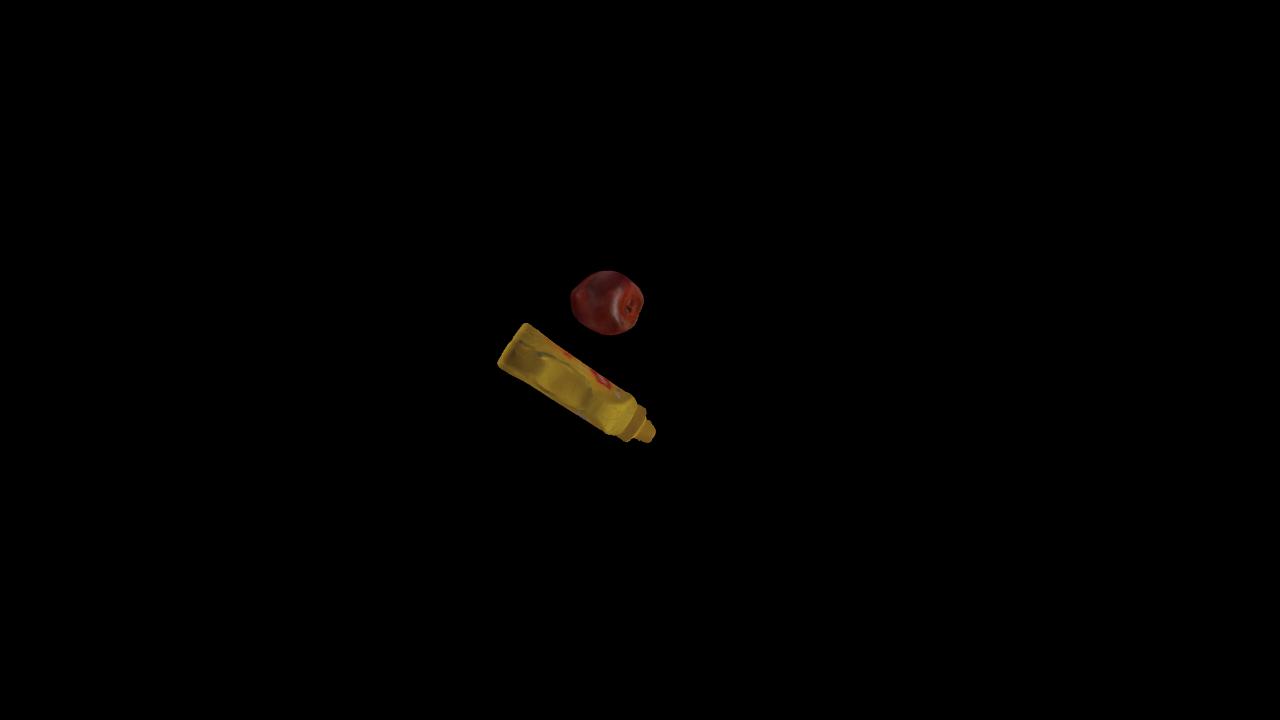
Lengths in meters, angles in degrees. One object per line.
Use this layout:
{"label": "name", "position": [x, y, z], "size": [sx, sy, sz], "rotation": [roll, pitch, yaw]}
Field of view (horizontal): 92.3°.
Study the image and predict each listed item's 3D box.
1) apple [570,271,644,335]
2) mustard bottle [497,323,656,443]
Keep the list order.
{"label": "apple", "position": [-0.042, -0.070, 0.750], "size": [0.093, 0.079, 0.079], "rotation": [16, 10, 39]}
{"label": "mustard bottle", "position": [-0.060, 0.033, 0.651], "size": [0.184, 0.054, 0.092], "rotation": [35, -3, -12]}
